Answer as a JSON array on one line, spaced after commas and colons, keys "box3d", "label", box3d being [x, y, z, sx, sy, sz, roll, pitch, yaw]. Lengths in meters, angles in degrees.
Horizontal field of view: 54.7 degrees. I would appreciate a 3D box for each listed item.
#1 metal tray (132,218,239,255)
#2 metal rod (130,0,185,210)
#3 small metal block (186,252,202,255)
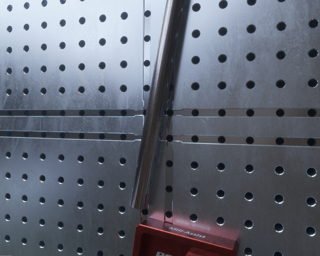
[{"box3d": [0.028, 0.178, 0.399, 0.130, 0.030, 0.089, 9, 93, 19], "label": "metal tray"}, {"box3d": [-0.003, -0.040, 0.413, 0.025, 0.025, 0.298, 11, 94, 19], "label": "metal rod"}, {"box3d": [0.052, 0.188, 0.380, 0.050, 0.025, 0.050, 9, 93, 19], "label": "small metal block"}]
